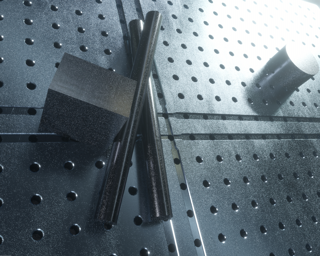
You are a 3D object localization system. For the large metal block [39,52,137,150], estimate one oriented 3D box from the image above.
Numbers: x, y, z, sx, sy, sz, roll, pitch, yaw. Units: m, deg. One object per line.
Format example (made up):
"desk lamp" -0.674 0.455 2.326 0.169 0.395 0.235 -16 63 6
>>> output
"large metal block" -0.081 -0.025 0.345 0.080 0.080 0.050 20 54 -16

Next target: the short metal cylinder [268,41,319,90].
"short metal cylinder" 0.260 -0.122 0.607 0.081 0.050 0.080 14 56 -21

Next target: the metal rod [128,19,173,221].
"metal rod" -0.018 -0.030 0.416 0.025 0.025 0.299 6 59 -25

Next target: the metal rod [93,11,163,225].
"metal rod" -0.032 -0.033 0.388 0.025 0.025 0.300 20 61 -17
